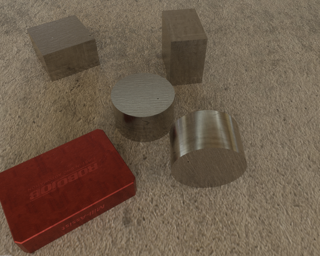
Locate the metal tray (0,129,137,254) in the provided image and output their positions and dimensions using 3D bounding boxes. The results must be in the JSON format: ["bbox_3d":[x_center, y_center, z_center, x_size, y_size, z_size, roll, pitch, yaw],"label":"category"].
[{"bbox_3d":[-0.103,0.064,0.346,0.131,0.030,0.090,-26,55,-21],"label":"metal tray"}]

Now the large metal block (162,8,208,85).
[{"bbox_3d":[0.034,-0.123,0.471,0.050,0.080,0.080,-6,50,-5],"label":"large metal block"}]

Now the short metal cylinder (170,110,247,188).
[{"bbox_3d":[0.052,0.025,0.347,0.081,0.080,0.050,-1,50,-1],"label":"short metal cylinder"}]

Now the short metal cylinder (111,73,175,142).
[{"bbox_3d":[-0.022,-0.028,0.410,0.081,0.050,0.080,0,50,0],"label":"short metal cylinder"}]

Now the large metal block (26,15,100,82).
[{"bbox_3d":[-0.153,-0.129,0.494,0.081,0.050,0.080,-25,55,-20],"label":"large metal block"}]
